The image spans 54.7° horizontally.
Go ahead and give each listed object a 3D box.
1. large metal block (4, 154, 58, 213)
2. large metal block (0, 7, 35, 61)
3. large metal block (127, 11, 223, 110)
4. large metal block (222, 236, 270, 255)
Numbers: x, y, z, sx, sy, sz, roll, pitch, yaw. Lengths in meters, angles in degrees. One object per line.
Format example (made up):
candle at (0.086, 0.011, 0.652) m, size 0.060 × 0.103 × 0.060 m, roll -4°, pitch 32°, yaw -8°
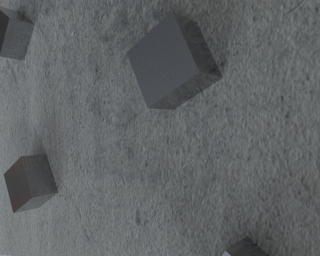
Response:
large metal block at (-0.246, 0.105, 0.588) m, size 0.080 × 0.050 × 0.080 m, roll -37°, pitch 68°, yaw 33°
large metal block at (-0.312, -0.197, 0.642) m, size 0.080 × 0.050 × 0.079 m, roll 39°, pitch 114°, yaw 32°
large metal block at (0.016, -0.077, 0.374) m, size 0.080 × 0.050 × 0.080 m, roll -32°, pitch 70°, yaw 35°
large metal block at (0.091, 0.174, 0.313) m, size 0.080 × 0.050 × 0.079 m, roll 38°, pitch 113°, yaw 33°
